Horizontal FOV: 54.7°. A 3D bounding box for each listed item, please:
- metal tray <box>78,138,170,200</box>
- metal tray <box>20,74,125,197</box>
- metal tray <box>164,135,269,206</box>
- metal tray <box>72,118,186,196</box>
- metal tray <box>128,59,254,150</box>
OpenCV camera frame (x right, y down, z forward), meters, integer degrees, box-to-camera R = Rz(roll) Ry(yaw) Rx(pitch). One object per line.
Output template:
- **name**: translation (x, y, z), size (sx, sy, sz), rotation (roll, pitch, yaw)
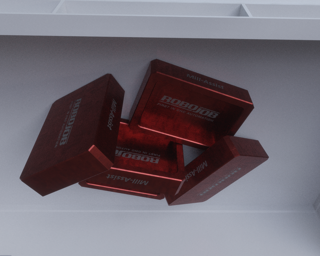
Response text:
- **metal tray**: translation (-0.045, 0.057, 0.449), size (0.131, 0.030, 0.089), rotation (12, 129, -11)
- **metal tray**: translation (-0.089, 0.002, 0.337), size (0.090, 0.130, 0.030), rotation (-23, 127, 19)
- **metal tray**: translation (0.075, 0.062, 0.432), size (0.091, 0.030, 0.129), rotation (9, 137, -46)
- **metal tray**: translation (-0.037, 0.030, 0.388), size (0.131, 0.090, 0.030), rotation (12, 129, -11)
- **metal tray**: translation (0.036, -0.022, 0.385), size (0.131, 0.030, 0.089), rotation (16, 128, -14)
